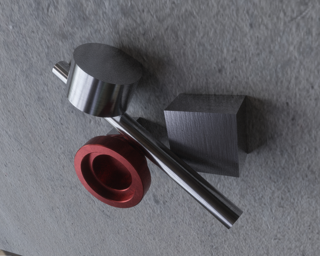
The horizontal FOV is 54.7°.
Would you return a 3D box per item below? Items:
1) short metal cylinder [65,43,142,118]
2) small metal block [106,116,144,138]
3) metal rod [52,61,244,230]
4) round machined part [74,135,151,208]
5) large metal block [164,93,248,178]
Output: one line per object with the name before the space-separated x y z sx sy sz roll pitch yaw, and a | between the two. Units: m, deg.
short metal cylinder | -0.068 -0.058 0.371 0.080 0.080 0.050 33 128 6
small metal block | -0.042 0.018 0.425 0.025 0.050 0.050 -2 118 29
metal rod | -0.028 0.008 0.379 0.300 0.025 0.025 40 130 19
round machined part | -0.055 0.050 0.392 0.098 0.042 0.097 13 125 20
large metal block | 0.057 0.006 0.365 0.080 0.050 0.079 4 121 25
